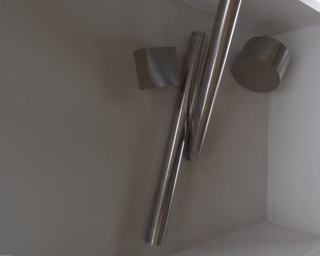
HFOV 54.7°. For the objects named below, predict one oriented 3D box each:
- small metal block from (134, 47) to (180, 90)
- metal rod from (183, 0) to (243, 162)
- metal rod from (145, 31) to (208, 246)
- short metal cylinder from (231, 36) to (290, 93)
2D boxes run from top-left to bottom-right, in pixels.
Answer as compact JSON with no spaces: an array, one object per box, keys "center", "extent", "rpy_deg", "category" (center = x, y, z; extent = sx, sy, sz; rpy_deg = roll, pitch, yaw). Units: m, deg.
[{"center":[-0.003,-0.079,0.406],"extent":[0.050,0.025,0.050],"rpy_deg":[-15,100,-39],"category":"small metal block"},{"center":[0.069,-0.086,0.378],"extent":[0.025,0.025,0.298],"rpy_deg":[-17,129,-39],"category":"metal rod"},{"center":[0.025,0.006,0.430],"extent":[0.025,0.025,0.299],"rpy_deg":[21,76,-38],"category":"metal rod"},{"center":[0.167,-0.104,0.513],"extent":[0.080,0.080,0.050],"rpy_deg":[47,62,-30],"category":"short metal cylinder"}]
